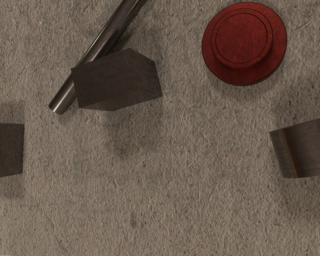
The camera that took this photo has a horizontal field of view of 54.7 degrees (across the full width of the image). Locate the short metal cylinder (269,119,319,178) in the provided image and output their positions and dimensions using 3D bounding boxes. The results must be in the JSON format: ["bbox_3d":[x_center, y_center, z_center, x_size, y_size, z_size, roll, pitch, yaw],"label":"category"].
[{"bbox_3d":[0.162,0.017,0.323,0.080,0.080,0.050,-17,85,19],"label":"short metal cylinder"}]

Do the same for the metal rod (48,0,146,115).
[{"bbox_3d":[-0.062,-0.140,0.429,0.025,0.025,0.299,43,103,14],"label":"metal rod"}]

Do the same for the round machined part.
[{"bbox_3d":[0.097,-0.100,0.365,0.098,0.042,0.097,0,90,19],"label":"round machined part"}]

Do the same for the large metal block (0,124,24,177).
[{"bbox_3d":[-0.266,0.032,0.487,0.080,0.050,0.079,3,91,19],"label":"large metal block"}]

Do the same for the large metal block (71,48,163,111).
[{"bbox_3d":[-0.052,-0.057,0.397,0.080,0.080,0.050,-15,85,19],"label":"large metal block"}]
